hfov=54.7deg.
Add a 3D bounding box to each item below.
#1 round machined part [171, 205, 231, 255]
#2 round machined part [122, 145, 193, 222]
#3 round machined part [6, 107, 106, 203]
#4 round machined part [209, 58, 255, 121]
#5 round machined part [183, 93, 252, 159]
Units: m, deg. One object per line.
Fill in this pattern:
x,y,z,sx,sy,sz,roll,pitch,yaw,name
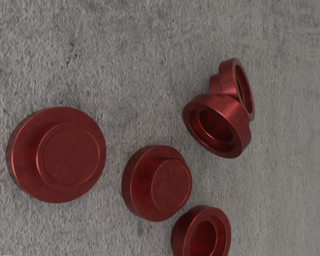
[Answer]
0.054,0.158,0.439,0.099,0.042,0.097,0,90,-40,round machined part
0.003,0.071,0.397,0.099,0.042,0.097,0,90,-40,round machined part
-0.097,0.027,0.313,0.099,0.042,0.097,0,90,-40,round machined part
0.107,-0.053,0.467,0.098,0.042,0.098,36,47,-50,round machined part
0.082,-0.008,0.423,0.042,0.098,0.098,-44,117,-24,round machined part
